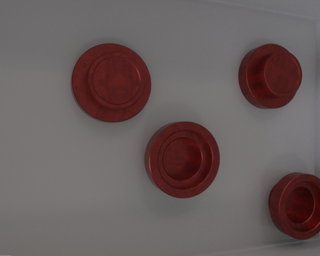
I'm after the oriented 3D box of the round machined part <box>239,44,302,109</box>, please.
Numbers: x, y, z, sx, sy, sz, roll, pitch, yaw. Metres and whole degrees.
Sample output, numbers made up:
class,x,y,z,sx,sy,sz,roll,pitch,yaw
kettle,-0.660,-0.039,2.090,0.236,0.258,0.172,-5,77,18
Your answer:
class,x,y,z,sx,sy,sz,roll,pitch,yaw
round machined part,0.171,-0.078,0.464,0.099,0.042,0.097,0,90,-20

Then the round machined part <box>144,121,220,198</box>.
class,x,y,z,sx,sy,sz,roll,pitch,yaw
round machined part,0.026,0.040,0.411,0.099,0.042,0.097,0,90,-20

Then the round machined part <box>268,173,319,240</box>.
class,x,y,z,sx,sy,sz,roll,pitch,yaw
round machined part,0.209,0.117,0.478,0.099,0.042,0.097,0,90,-20

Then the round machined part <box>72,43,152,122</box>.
class,x,y,z,sx,sy,sz,roll,pitch,yaw
round machined part,-0.057,-0.055,0.380,0.099,0.042,0.097,0,90,-20
